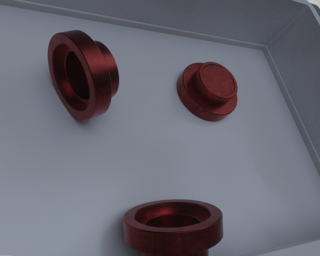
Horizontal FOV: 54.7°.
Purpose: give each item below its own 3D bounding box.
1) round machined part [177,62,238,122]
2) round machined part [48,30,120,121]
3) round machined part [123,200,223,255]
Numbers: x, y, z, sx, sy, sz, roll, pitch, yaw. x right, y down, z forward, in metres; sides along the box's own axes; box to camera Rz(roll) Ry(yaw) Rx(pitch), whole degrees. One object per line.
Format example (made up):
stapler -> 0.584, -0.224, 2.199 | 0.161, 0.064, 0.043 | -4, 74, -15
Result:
round machined part -> 0.079, -0.062, 0.475 | 0.099, 0.042, 0.098 | 14, 56, -21
round machined part -> -0.083, -0.061, 0.351 | 0.042, 0.097, 0.098 | -26, 76, -37
round machined part -> 0.013, 0.106, 0.310 | 0.099, 0.098, 0.042 | -5, 94, -30
